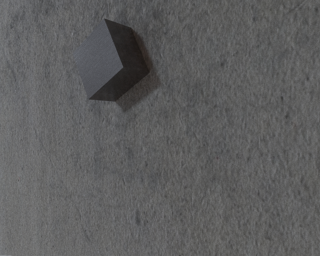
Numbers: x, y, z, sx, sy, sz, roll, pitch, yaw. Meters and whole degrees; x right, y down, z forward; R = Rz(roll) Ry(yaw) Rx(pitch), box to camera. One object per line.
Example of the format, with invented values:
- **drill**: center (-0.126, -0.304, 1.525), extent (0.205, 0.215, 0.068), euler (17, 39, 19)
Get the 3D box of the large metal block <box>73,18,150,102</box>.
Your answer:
- **large metal block**: center (-0.072, -0.094, 0.446), extent (0.080, 0.050, 0.080), euler (-34, 69, 34)
